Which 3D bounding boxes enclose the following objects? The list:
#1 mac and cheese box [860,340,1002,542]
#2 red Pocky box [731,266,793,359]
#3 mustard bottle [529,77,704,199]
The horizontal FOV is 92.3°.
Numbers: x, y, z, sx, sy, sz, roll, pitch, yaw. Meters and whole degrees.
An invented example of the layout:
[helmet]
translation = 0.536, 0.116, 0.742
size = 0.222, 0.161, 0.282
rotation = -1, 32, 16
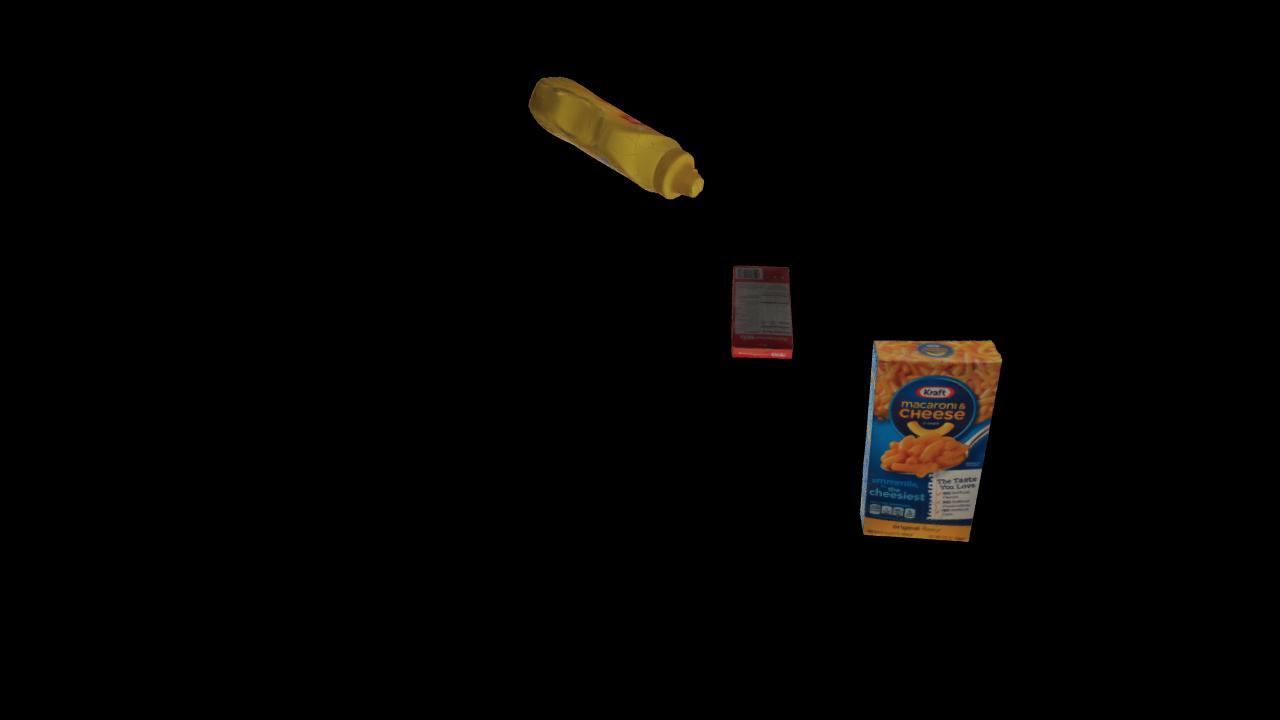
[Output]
[mac and cheese box]
translation = 0.244, 0.073, 0.531
size = 0.093, 0.184, 0.041
rotation = 1, 27, 16
[red Pocky box]
translation = 0.170, -0.069, 0.865
size = 0.083, 0.155, 0.028
rotation = 3, -36, 6
[mustard bottle]
translation = -0.014, -0.197, 0.565
size = 0.184, 0.054, 0.092
rotation = 39, 16, 26
